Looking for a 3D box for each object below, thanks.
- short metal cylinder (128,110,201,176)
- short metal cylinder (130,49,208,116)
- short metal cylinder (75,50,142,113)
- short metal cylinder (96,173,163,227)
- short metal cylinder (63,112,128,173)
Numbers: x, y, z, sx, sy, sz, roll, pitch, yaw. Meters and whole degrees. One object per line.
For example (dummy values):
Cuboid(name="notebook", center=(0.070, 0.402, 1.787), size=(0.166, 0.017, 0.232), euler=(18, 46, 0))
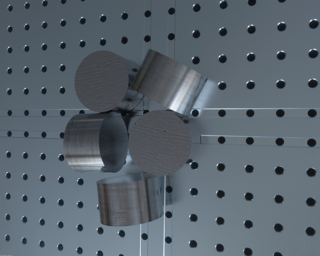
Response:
Cuboid(name="short metal cylinder", center=(0.007, 0.018, 0.397), size=(0.080, 0.050, 0.079), euler=(0, 91, 19))
Cuboid(name="short metal cylinder", center=(0.011, -0.056, 0.379), size=(0.080, 0.080, 0.050), euler=(30, 99, 17))
Cuboid(name="short metal cylinder", center=(-0.068, -0.060, 0.423), size=(0.080, 0.050, 0.079), euler=(0, 90, 21))
Cuboid(name="short metal cylinder", center=(-0.038, 0.089, 0.396), size=(0.080, 0.080, 0.050), euler=(-7, 88, 20))
Cuboid(name="short metal cylinder", center=(-0.083, 0.019, 0.413), size=(0.050, 0.080, 0.080), euler=(-2, 89, 19))
